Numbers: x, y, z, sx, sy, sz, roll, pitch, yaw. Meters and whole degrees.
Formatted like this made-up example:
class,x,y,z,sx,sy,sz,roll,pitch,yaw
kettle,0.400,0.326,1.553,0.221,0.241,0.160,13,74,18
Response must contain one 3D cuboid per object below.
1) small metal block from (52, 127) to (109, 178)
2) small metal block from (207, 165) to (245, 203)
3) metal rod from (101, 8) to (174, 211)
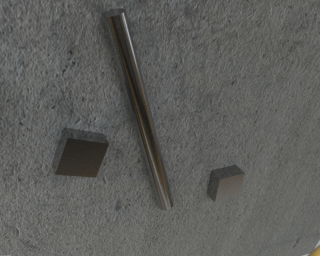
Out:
class,x,y,z,sx,sy,sz,roll,pitch,yaw
small metal block,-0.096,0.030,0.373,0.050,0.025,0.050,11,113,-33
small metal block,0.111,0.094,0.526,0.050,0.025,0.050,-9,122,-24
metal rod,-0.018,0.002,0.397,0.025,0.025,0.298,-24,127,-14
